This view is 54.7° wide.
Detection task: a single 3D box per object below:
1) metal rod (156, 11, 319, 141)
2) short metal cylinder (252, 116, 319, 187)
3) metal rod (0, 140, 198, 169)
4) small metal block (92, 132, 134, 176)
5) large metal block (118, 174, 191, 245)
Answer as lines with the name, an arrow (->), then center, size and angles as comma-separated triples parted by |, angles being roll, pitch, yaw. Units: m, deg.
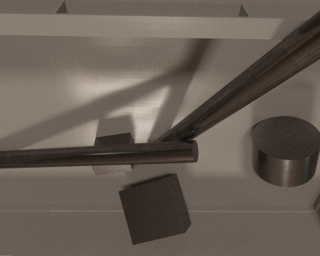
metal rod -> 0.048, -0.013, 0.313 | 0.025, 0.025, 0.299 | 19, 154, -16
short metal cylinder -> 0.161, 0.029, 0.400 | 0.080, 0.080, 0.050 | -8, 130, 6
metal rod -> -0.101, 0.036, 0.393 | 0.301, 0.025, 0.025 | -4, 132, 21
small metal block -> -0.063, 0.035, 0.422 | 0.050, 0.050, 0.025 | -8, 130, 6
large metal block -> -0.006, 0.121, 0.468 | 0.080, 0.080, 0.050 | -18, 172, 14
